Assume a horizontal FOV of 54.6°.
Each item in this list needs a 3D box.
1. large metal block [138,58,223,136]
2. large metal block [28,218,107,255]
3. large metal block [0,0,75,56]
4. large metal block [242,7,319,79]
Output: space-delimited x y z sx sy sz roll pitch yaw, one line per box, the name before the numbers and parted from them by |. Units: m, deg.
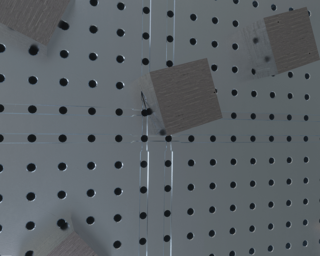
large metal block | 0.026 -0.040 0.409 0.081 0.050 0.080 -18 96 -19
large metal block | -0.107 0.168 0.360 0.080 0.050 0.080 -41 103 -15
large metal block | -0.147 -0.140 0.345 0.080 0.050 0.080 26 81 -18
large metal block | 0.181 -0.126 0.465 0.081 0.050 0.080 -20 97 -19
